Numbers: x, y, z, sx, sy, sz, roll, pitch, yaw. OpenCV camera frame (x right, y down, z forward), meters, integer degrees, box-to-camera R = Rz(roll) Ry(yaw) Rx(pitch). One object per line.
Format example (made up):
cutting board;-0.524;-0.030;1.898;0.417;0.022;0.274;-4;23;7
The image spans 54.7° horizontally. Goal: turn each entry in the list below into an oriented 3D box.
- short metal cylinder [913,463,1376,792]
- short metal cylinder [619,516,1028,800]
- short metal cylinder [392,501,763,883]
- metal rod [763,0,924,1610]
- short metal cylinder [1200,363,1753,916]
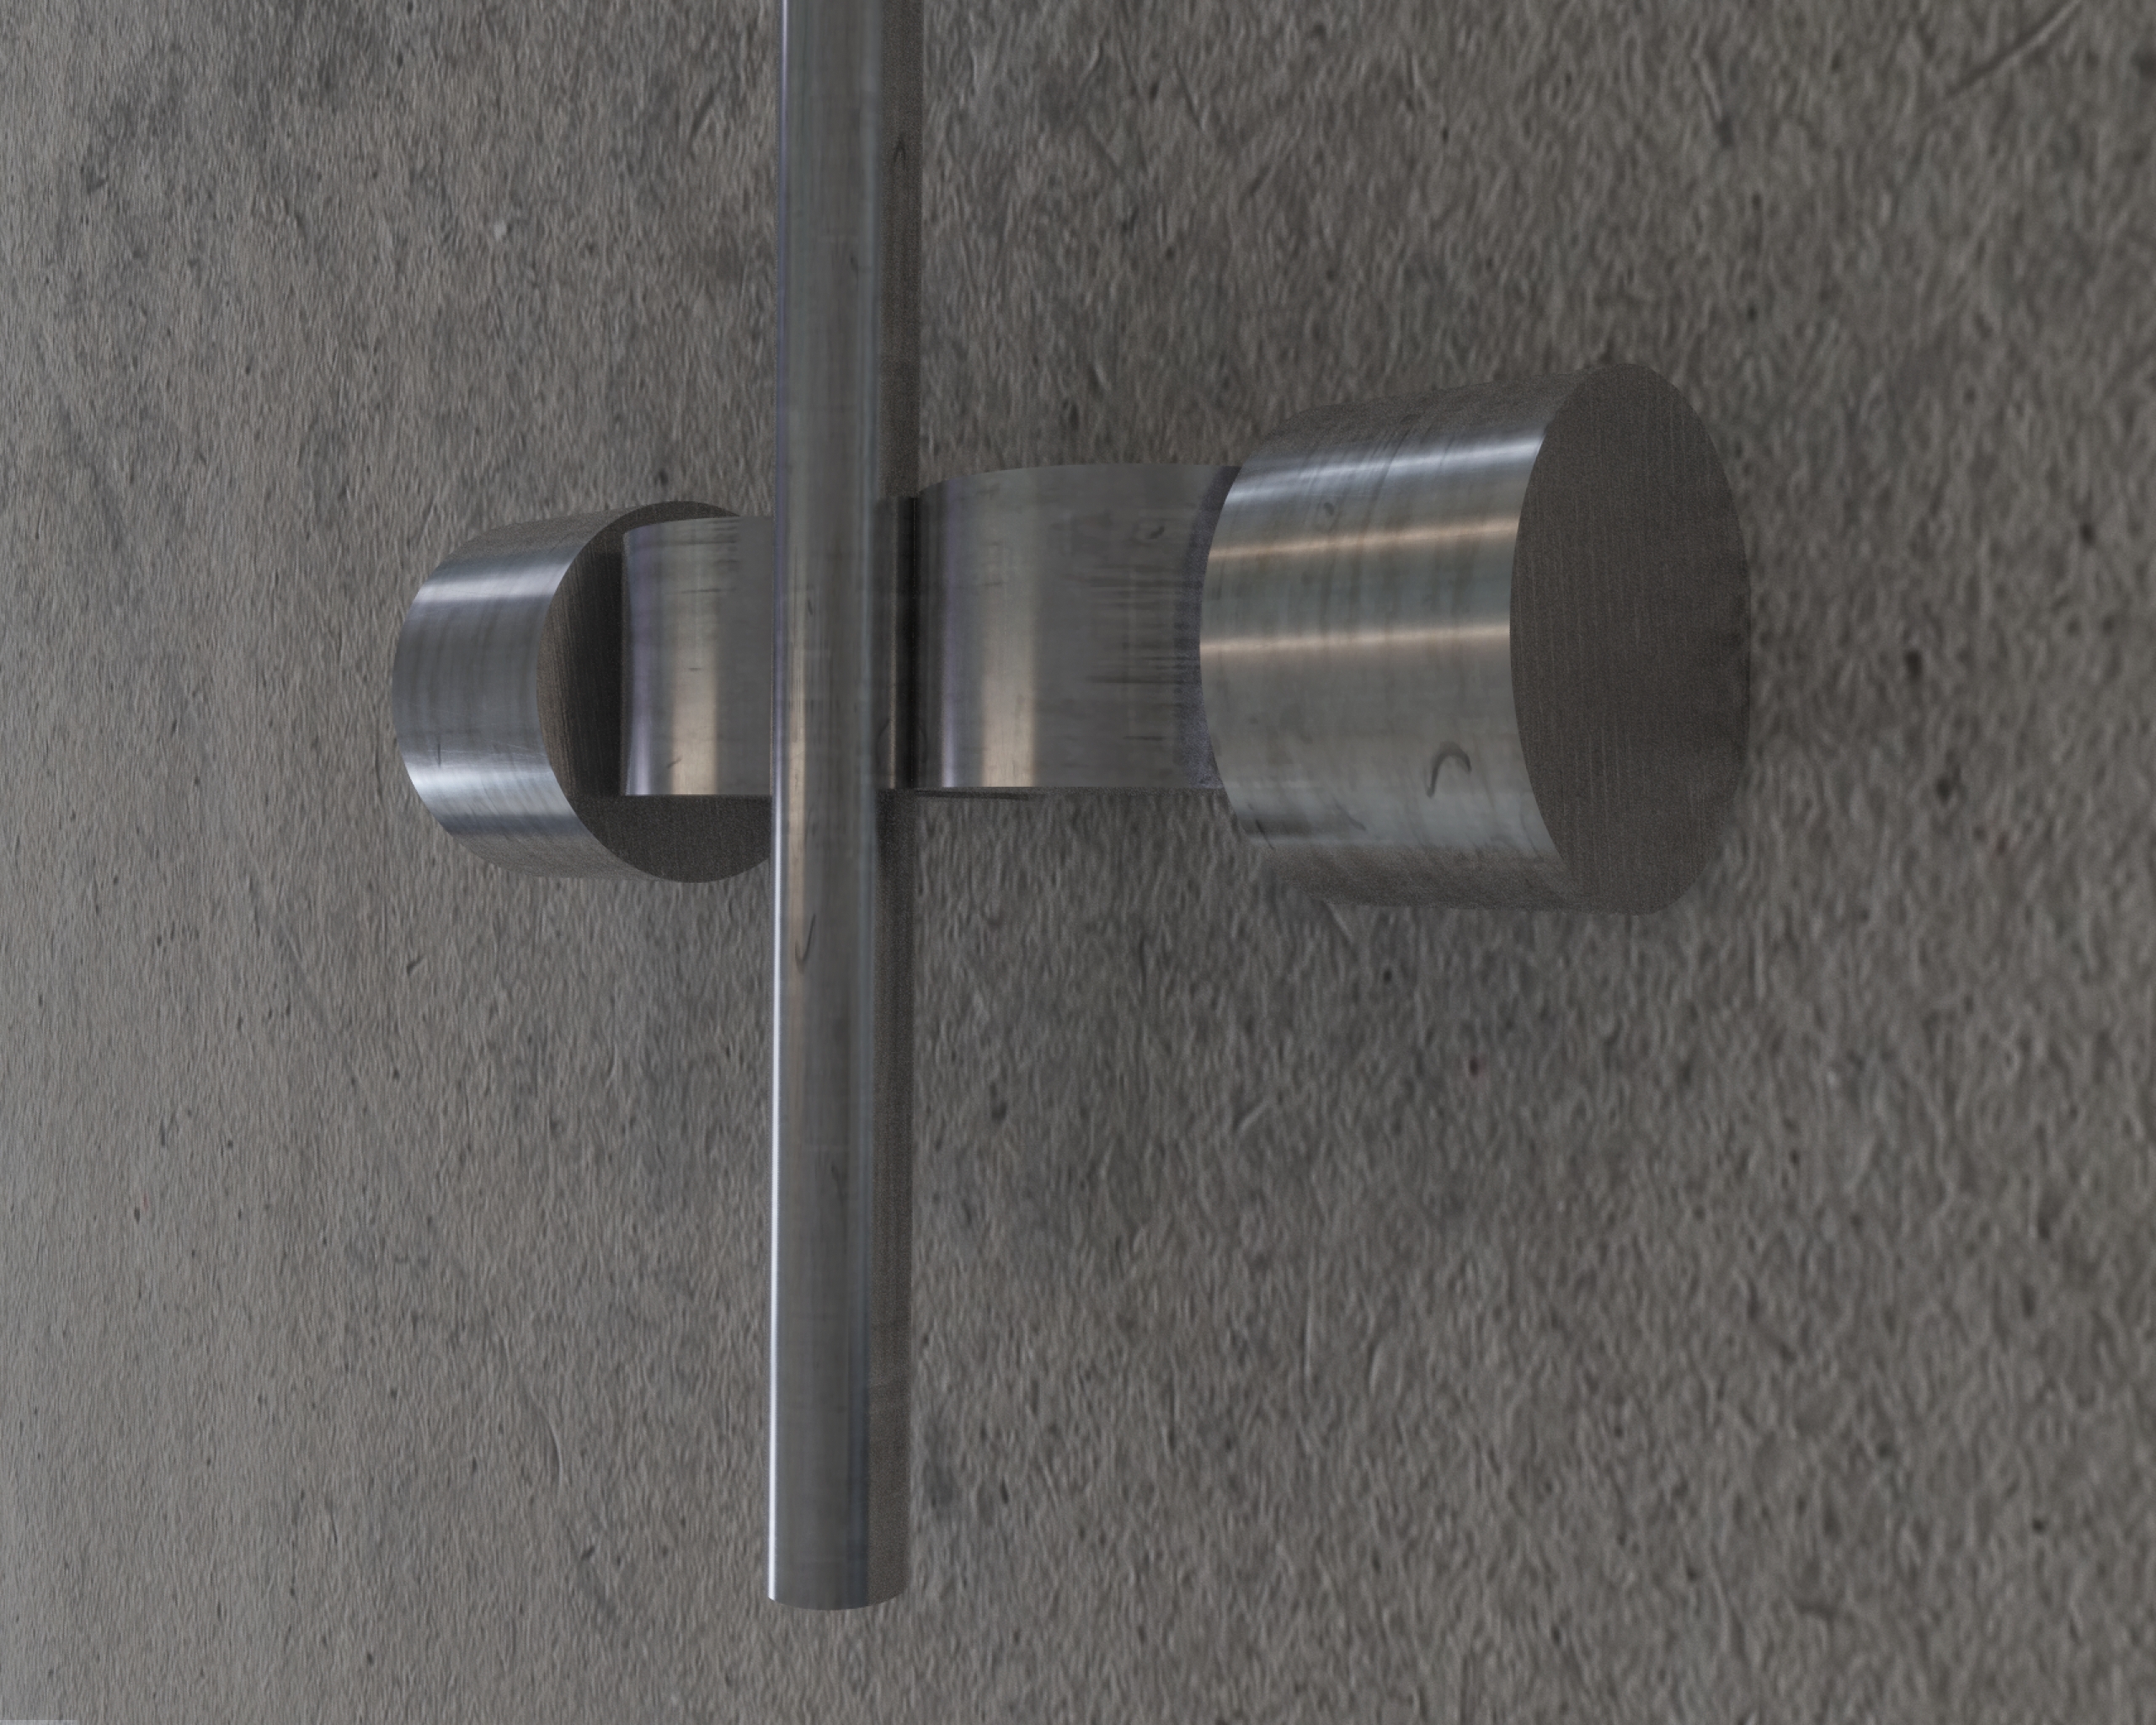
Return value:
short metal cylinder;0.012;-0.037;0.360;0.080;0.081;0.050;1;91;40
short metal cylinder;-0.049;-0.037;0.411;0.080;0.081;0.050;1;91;40
short metal cylinder;-0.099;-0.036;0.452;0.050;0.081;0.080;1;91;40
metal rod;-0.040;-0.024;0.359;0.025;0.025;0.298;1;91;40
short metal cylinder;0.063;-0.033;0.319;0.050;0.081;0.080;1;91;40
